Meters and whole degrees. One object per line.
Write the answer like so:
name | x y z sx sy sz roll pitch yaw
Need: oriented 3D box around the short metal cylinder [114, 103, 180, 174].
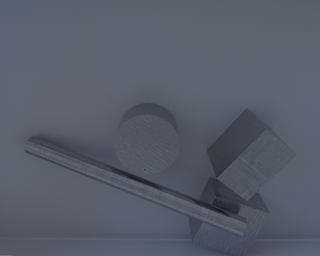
short metal cylinder | -0.016 0.013 0.403 0.081 0.050 0.079 0 110 -1

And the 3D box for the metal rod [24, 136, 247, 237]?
metal rod | -0.035 0.075 0.407 0.301 0.025 0.025 20 109 4

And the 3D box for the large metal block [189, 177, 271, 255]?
large metal block | 0.097 0.129 0.447 0.080 0.050 0.079 19 109 -8

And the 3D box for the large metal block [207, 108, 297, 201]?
large metal block | 0.111 0.031 0.395 0.050 0.080 0.080 37 106 -13
